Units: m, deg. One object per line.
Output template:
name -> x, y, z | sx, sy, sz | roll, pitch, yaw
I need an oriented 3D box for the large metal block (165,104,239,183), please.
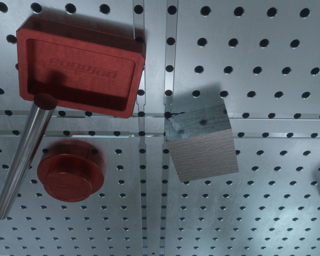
large metal block -> 0.056, 0.022, 0.415 | 0.080, 0.050, 0.080 | -12, 129, 9

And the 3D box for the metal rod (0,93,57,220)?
metal rod -> -0.200, 0.059, 0.437 | 0.025, 0.025, 0.298 | 23, 133, -19

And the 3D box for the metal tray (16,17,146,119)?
metal tray -> -0.088, -0.064, 0.352 | 0.131, 0.030, 0.089 | 10, 129, -9

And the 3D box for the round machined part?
round machined part -> -0.133, 0.074, 0.462 | 0.099, 0.042, 0.097 | 0, 130, 0
